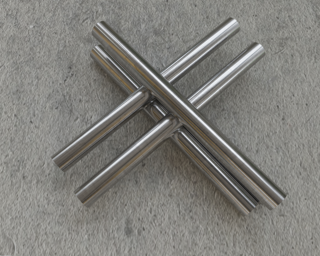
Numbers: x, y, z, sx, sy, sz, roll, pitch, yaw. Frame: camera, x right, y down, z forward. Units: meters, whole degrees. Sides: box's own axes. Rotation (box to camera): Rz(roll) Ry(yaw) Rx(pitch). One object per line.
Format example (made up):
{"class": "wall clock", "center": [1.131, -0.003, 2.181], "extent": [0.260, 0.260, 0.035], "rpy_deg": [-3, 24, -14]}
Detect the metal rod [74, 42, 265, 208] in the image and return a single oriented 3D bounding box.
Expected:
{"class": "metal rod", "center": [0.022, -0.013, 0.388], "extent": [0.301, 0.025, 0.025], "rpy_deg": [-40, 75, -14]}

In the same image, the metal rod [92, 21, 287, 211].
{"class": "metal rod", "center": [0.023, -0.025, 0.365], "extent": [0.025, 0.025, 0.300], "rpy_deg": [-41, 75, -14]}

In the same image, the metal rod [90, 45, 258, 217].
{"class": "metal rod", "center": [0.009, -0.006, 0.411], "extent": [0.025, 0.025, 0.300], "rpy_deg": [-40, 75, -13]}

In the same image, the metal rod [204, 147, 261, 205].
{"class": "metal rod", "center": [0.030, -0.019, 0.417], "extent": [0.025, 0.025, 0.300], "rpy_deg": [-40, 75, -13]}

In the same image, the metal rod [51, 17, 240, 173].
{"class": "metal rod", "center": [-0.009, -0.051, 0.401], "extent": [0.301, 0.025, 0.025], "rpy_deg": [-40, 75, -14]}
